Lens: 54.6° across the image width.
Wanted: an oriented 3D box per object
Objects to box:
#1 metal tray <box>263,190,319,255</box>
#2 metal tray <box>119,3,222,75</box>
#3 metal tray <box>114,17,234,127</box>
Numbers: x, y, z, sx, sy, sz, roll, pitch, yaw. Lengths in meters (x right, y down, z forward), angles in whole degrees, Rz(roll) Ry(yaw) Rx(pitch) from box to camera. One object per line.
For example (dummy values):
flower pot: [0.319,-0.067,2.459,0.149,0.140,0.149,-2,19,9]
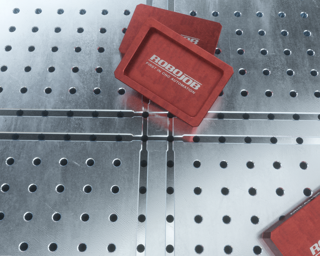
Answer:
metal tray: [0.201,0.127,0.364,0.131,0.030,0.090,-32,73,-11]
metal tray: [0.016,-0.124,0.455,0.131,0.030,0.090,16,71,5]
metal tray: [0.018,-0.072,0.409,0.130,0.030,0.090,33,97,4]
